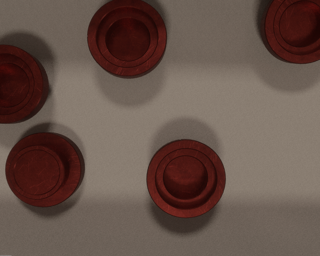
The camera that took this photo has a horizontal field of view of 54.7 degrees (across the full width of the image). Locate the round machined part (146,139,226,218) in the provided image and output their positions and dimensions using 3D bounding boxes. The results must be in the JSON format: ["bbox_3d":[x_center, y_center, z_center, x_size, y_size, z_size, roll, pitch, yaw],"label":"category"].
[{"bbox_3d":[0.032,0.063,0.403,0.099,0.042,0.097,0,90,-1],"label":"round machined part"}]

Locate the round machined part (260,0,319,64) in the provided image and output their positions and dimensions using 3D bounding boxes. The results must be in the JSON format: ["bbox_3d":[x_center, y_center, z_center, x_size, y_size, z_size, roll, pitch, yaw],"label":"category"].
[{"bbox_3d":[0.179,-0.132,0.398,0.099,0.042,0.097,1,103,3],"label":"round machined part"}]

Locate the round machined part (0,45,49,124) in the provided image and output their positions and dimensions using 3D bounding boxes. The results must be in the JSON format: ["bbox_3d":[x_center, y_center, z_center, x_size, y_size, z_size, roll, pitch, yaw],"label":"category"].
[{"bbox_3d":[-0.193,-0.054,0.400,0.099,0.042,0.097,0,90,-1],"label":"round machined part"}]

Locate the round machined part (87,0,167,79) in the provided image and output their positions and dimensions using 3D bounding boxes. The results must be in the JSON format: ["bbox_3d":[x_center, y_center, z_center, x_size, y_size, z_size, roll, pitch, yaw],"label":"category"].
[{"bbox_3d":[-0.041,-0.112,0.402,0.099,0.042,0.097,0,90,-1],"label":"round machined part"}]

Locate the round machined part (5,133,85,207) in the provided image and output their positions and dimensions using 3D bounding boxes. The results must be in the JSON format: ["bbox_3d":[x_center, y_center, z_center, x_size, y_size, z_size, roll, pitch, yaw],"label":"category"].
[{"bbox_3d":[-0.152,0.055,0.401,0.099,0.042,0.097,0,90,-1],"label":"round machined part"}]
